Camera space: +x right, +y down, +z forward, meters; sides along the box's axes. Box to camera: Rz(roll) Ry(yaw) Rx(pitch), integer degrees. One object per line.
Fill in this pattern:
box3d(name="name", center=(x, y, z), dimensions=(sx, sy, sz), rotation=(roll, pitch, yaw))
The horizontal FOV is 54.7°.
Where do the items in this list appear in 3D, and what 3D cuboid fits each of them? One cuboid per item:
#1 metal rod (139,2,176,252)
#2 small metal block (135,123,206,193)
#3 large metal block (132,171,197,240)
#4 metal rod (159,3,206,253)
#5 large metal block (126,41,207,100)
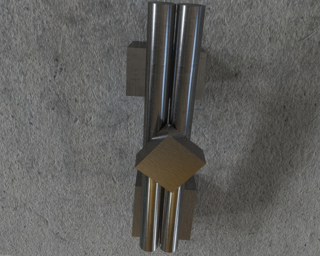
box3d(name="metal rod", center=(-0.006, 0.022, 0.341), dimensions=(0.025, 0.025, 0.298), rotation=(3, 117, -1))
box3d(name="small metal block", center=(0.010, 0.032, 0.319), dimensions=(0.050, 0.025, 0.050), rotation=(38, 111, -19))
box3d(name="large metal block", center=(0.005, 0.106, 0.436), dimensions=(0.081, 0.050, 0.079), rotation=(5, 110, -2))
box3d(name="metal rod", center=(0.020, 0.023, 0.342), dimensions=(0.025, 0.025, 0.298), rotation=(3, 117, -1))
box3d(name="large metal block", center=(0.006, -0.069, 0.357), dimensions=(0.081, 0.080, 0.050), rotation=(3, 110, -1))
